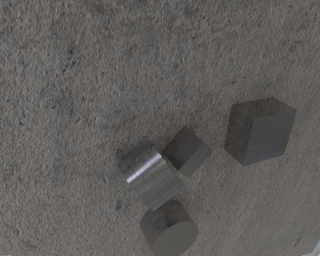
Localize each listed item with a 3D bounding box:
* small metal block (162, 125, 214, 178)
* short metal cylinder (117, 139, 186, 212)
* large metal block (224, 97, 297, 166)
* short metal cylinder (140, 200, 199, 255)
[{"bbox_3d":[0.037,0.032,0.431,0.050,0.050,0.025,-49,129,6],"label":"small metal block"},{"bbox_3d":[-0.011,0.060,0.403,0.050,0.080,0.080,-38,129,-3],"label":"short metal cylinder"},{"bbox_3d":[0.152,0.004,0.476,0.081,0.050,0.079,-11,123,-22],"label":"large metal block"},{"bbox_3d":[0.015,0.164,0.500,0.081,0.050,0.079,-14,124,-21],"label":"short metal cylinder"}]
